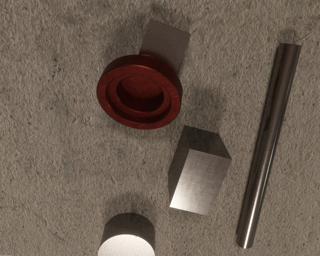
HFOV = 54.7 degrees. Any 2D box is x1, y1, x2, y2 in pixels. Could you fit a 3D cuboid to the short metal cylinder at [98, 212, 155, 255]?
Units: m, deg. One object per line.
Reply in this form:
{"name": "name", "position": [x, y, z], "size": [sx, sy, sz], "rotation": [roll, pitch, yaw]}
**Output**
{"name": "short metal cylinder", "position": [-0.047, 0.174, 0.460], "size": [0.081, 0.050, 0.079], "rotation": [0, 110, -1]}

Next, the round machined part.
{"name": "round machined part", "position": [-0.022, -0.046, 0.370], "size": [0.099, 0.042, 0.097], "rotation": [6, 137, 6]}

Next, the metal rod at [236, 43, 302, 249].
{"name": "metal rod", "position": [0.144, 0.038, 0.425], "size": [0.025, 0.025, 0.298], "rotation": [5, 110, -2]}

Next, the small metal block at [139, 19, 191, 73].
{"name": "small metal block", "position": [0.004, -0.098, 0.374], "size": [0.050, 0.025, 0.050], "rotation": [18, 109, -7]}

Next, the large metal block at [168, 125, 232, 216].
{"name": "large metal block", "position": [0.047, 0.052, 0.400], "size": [0.050, 0.080, 0.079], "rotation": [15, 109, -6]}
